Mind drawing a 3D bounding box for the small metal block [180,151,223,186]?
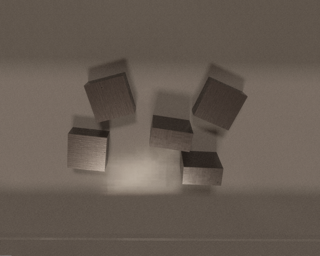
[{"bbox_3d":[0.054,0.053,0.418,0.050,0.050,0.025,3,110,-2],"label":"small metal block"}]

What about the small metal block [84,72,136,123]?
[{"bbox_3d":[-0.062,-0.039,0.396,0.050,0.025,0.050,-14,110,4],"label":"small metal block"}]

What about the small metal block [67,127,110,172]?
[{"bbox_3d":[-0.097,0.029,0.421,0.050,0.025,0.050,6,110,-3],"label":"small metal block"}]

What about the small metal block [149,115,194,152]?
[{"bbox_3d":[0.014,0.006,0.400,0.050,0.050,0.025,9,110,-4],"label":"small metal block"}]

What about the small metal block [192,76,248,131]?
[{"bbox_3d":[0.076,-0.032,0.401,0.050,0.025,0.050,23,108,-9],"label":"small metal block"}]
